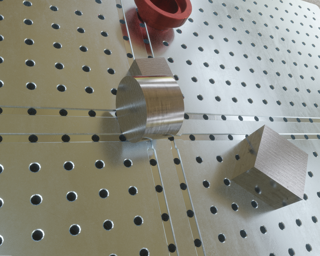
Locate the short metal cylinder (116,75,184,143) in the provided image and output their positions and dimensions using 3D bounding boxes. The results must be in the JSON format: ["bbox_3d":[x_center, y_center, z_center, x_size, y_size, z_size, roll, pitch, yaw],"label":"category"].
[{"bbox_3d":[-0.014,-0.025,0.380,0.050,0.080,0.080,-8,66,-32],"label":"short metal cylinder"}]

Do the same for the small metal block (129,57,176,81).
[{"bbox_3d":[-0.010,-0.073,0.448,0.050,0.025,0.050,-11,68,-33],"label":"small metal block"}]

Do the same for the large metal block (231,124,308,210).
[{"bbox_3d":[0.158,0.056,0.443,0.080,0.050,0.080,34,51,-6],"label":"large metal block"}]

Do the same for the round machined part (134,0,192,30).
[{"bbox_3d":[0.001,-0.205,0.523,0.099,0.042,0.098,14,56,-21],"label":"round machined part"}]
